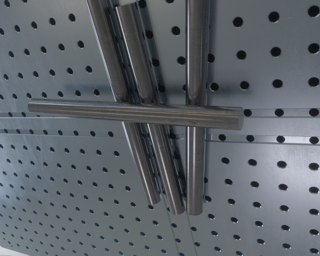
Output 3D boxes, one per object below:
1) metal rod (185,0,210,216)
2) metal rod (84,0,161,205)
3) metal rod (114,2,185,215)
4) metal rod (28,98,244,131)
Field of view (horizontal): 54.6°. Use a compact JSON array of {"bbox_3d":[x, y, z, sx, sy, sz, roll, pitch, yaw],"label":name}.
[{"bbox_3d":[0.044,-0.008,0.383,0.025,0.025,0.298,11,123,22],"label":"metal rod"},{"bbox_3d":[-0.043,-0.019,0.422,0.025,0.025,0.298,1,119,28],"label":"metal rod"},{"bbox_3d":[-0.006,-0.007,0.410,0.025,0.025,0.298,0,119,28],"label":"metal rod"},{"bbox_3d":[-0.049,-0.021,0.391,0.300,0.025,0.025,5,121,26],"label":"metal rod"}]
